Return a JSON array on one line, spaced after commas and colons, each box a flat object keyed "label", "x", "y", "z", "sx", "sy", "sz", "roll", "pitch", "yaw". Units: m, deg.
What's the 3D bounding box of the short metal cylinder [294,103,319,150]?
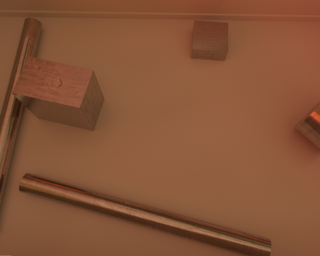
[{"label": "short metal cylinder", "x": 0.218, "y": -0.012, "z": 0.388, "sx": 0.080, "sy": 0.080, "sz": 0.050, "roll": -41, "pitch": 75, "yaw": -14}]

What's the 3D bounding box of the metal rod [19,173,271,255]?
[{"label": "metal rod", "x": -0.021, "y": 0.104, "z": 0.371, "sx": 0.302, "sy": 0.025, "sz": 0.025, "roll": 14, "pitch": 71, "yaw": 4}]

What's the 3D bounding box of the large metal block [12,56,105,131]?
[{"label": "large metal block", "x": -0.123, "y": -0.040, "z": 0.394, "sx": 0.080, "sy": 0.080, "sz": 0.050, "roll": 13, "pitch": 71, "yaw": 4}]

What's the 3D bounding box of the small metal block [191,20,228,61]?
[{"label": "small metal block", "x": 0.073, "y": -0.129, "z": 0.458, "sx": 0.050, "sy": 0.025, "sz": 0.050, "roll": 5, "pitch": 70, "yaw": 1}]

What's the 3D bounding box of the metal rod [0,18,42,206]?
[{"label": "metal rod", "x": -0.199, "y": -0.017, "z": 0.413, "sx": 0.025, "sy": 0.025, "sz": 0.299, "roll": 3, "pitch": 70, "yaw": 1}]
